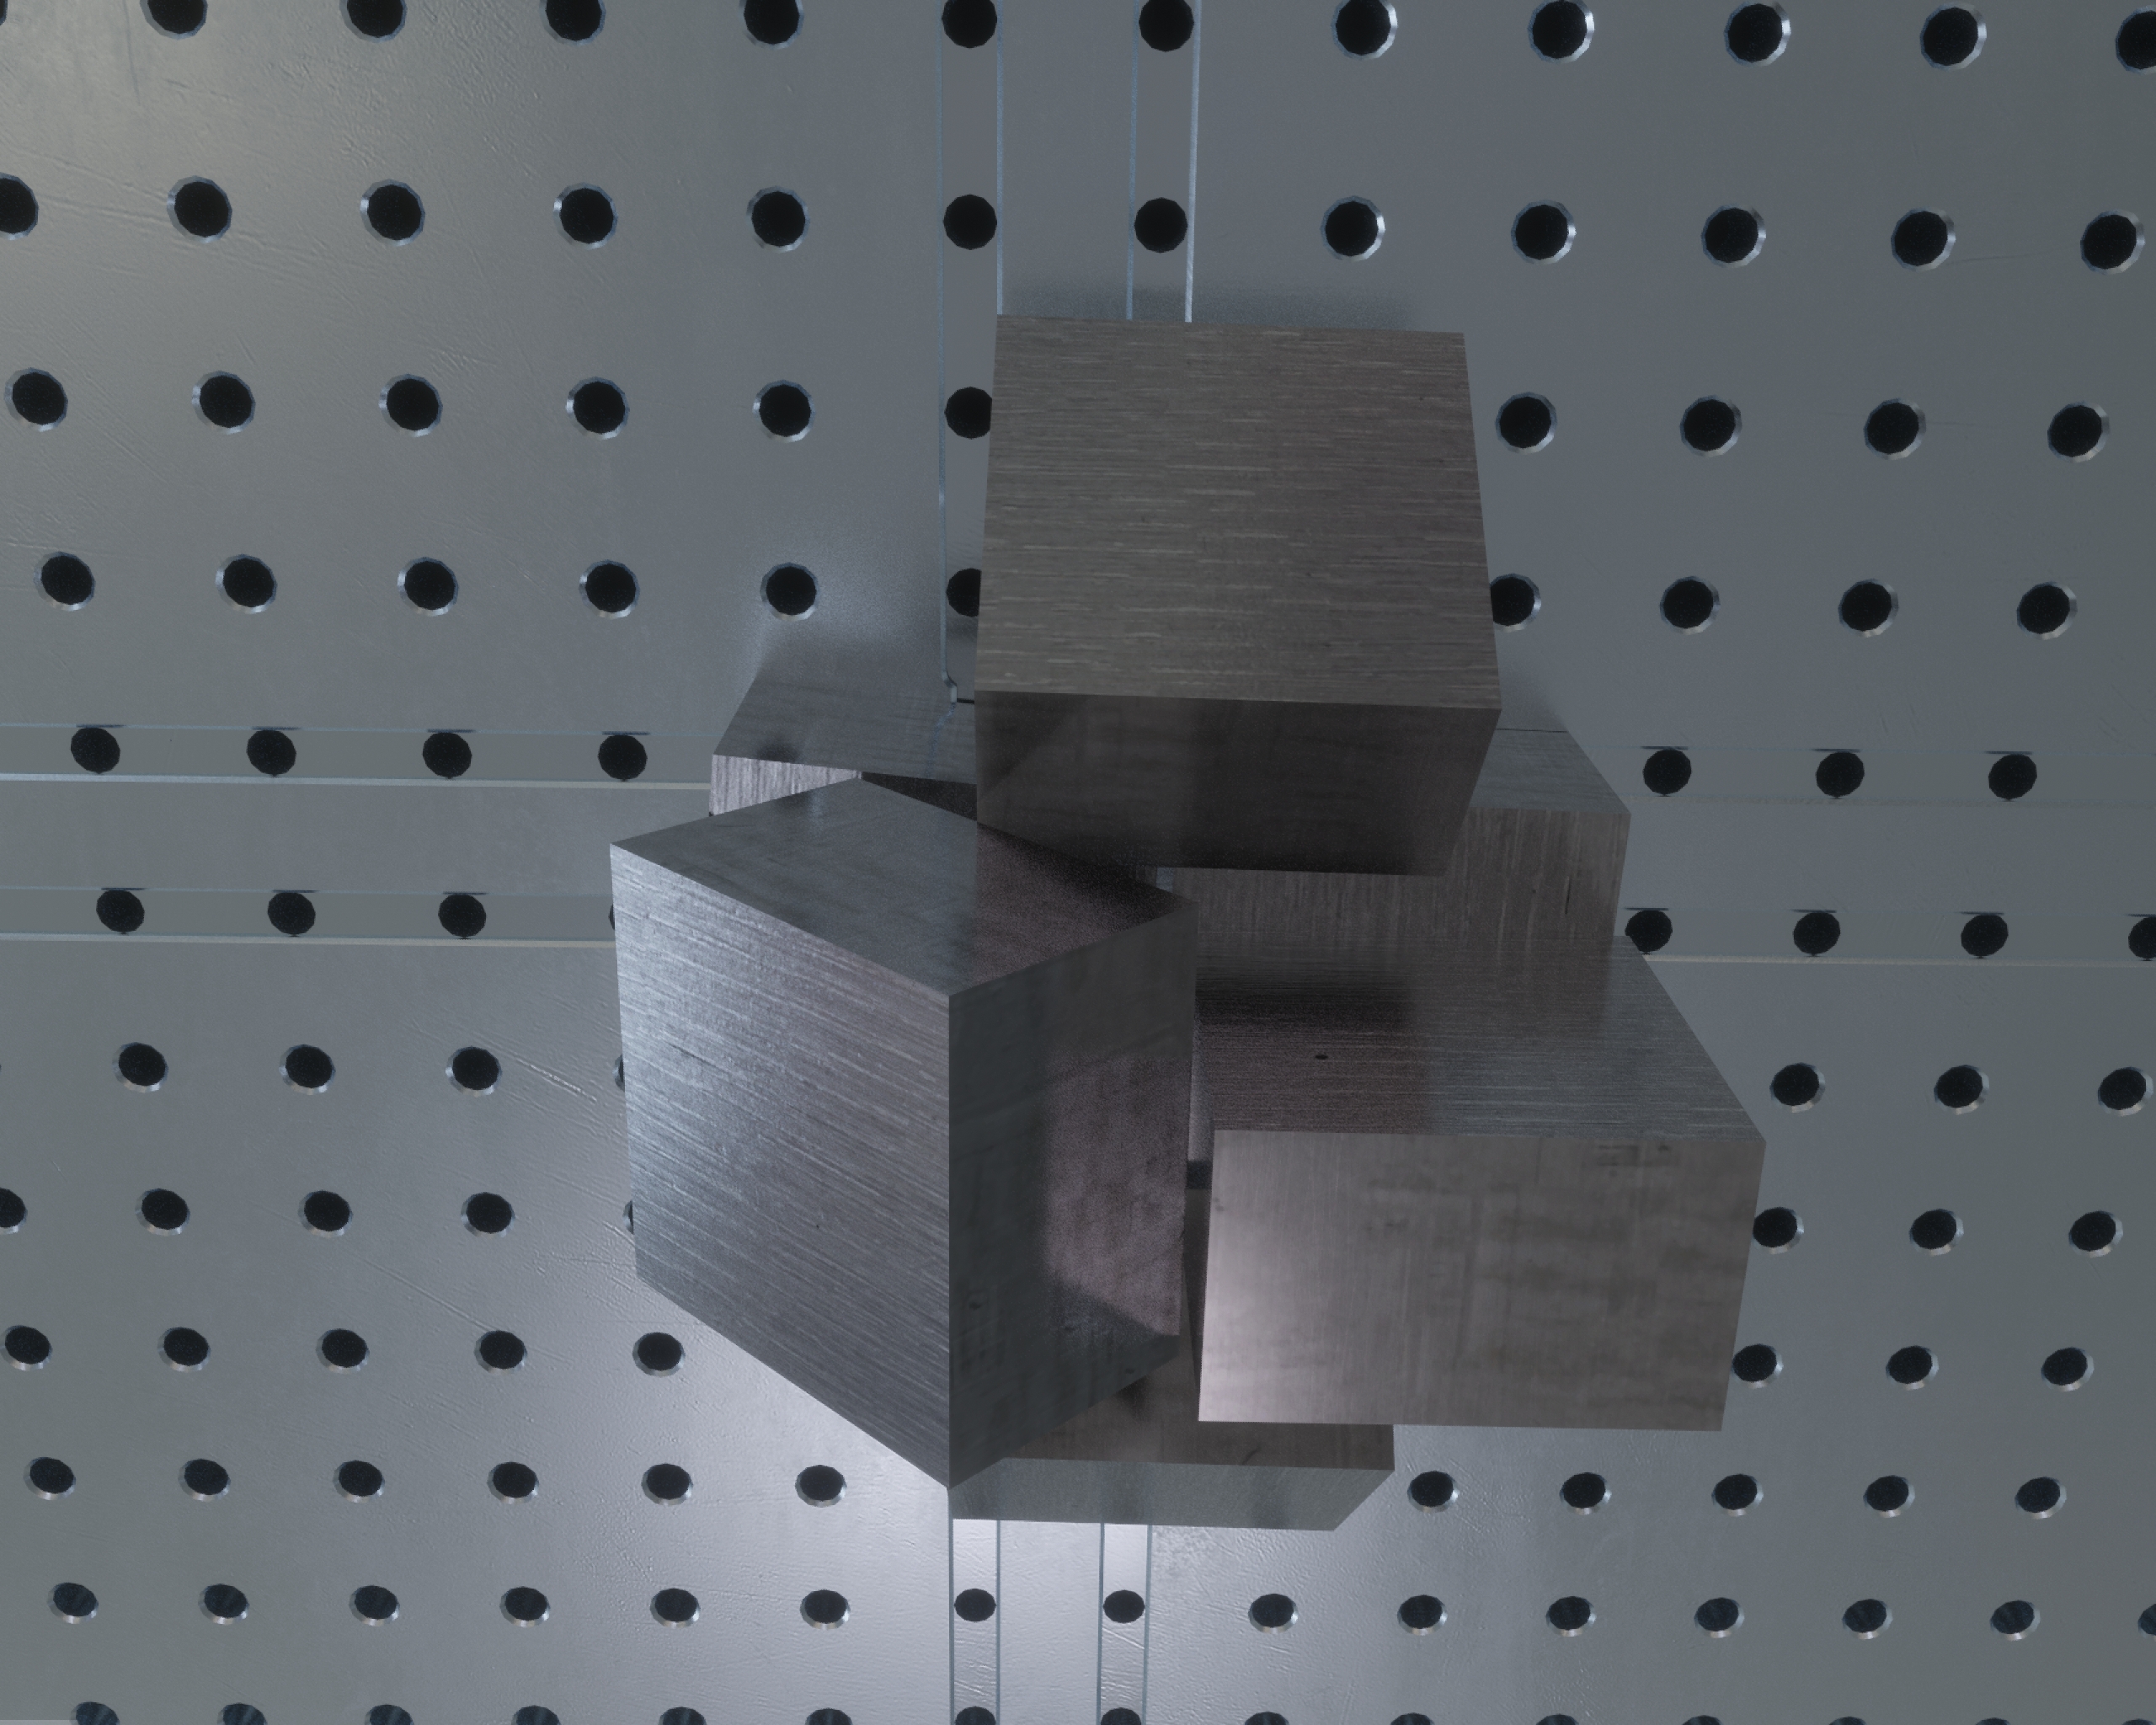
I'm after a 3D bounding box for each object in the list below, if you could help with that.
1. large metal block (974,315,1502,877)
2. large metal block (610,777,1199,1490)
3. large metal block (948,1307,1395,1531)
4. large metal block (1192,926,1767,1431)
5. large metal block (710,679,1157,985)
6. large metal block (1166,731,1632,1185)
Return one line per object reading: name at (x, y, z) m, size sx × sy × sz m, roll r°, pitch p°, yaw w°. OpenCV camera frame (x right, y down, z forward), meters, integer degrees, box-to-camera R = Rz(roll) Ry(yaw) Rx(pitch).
large metal block at (0.025, -0.046, 0.360) m, size 0.080 × 0.080 × 0.050 m, roll 2°, pitch 148°, yaw -1°
large metal block at (-0.029, 0.039, 0.336) m, size 0.080 × 0.050 × 0.079 m, roll 20°, pitch 118°, yaw 41°
large metal block at (0.016, 0.100, 0.415) m, size 0.080 × 0.050 × 0.080 m, roll 2°, pitch 155°, yaw -1°
large metal block at (0.059, 0.049, 0.349) m, size 0.080 × 0.080 × 0.050 m, roll 1°, pitch 110°, yaw -1°
large metal block at (-0.029, 0.014, 0.405) m, size 0.080 × 0.050 × 0.079 m, roll 6°, pitch 110°, yaw -3°
large metal block at (0.056, 0.018, 0.407) m, size 0.080 × 0.050 × 0.079 m, roll 3°, pitch 110°, yaw -1°
